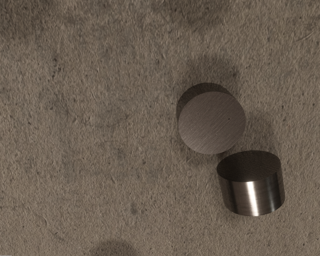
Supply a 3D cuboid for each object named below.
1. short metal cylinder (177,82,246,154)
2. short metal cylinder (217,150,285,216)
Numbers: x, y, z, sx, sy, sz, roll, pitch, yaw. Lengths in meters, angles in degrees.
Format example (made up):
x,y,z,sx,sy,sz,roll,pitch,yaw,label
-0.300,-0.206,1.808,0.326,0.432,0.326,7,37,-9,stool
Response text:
x,y,z,sx,sy,sz,roll,pitch,yaw,label
0.062,-0.013,0.393,0.081,0.050,0.079,0,110,-1,short metal cylinder
0.120,0.070,0.408,0.080,0.080,0.050,-13,110,4,short metal cylinder
